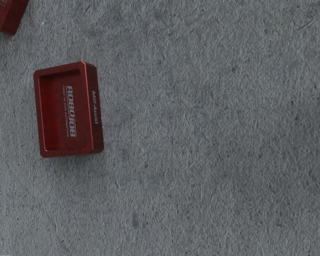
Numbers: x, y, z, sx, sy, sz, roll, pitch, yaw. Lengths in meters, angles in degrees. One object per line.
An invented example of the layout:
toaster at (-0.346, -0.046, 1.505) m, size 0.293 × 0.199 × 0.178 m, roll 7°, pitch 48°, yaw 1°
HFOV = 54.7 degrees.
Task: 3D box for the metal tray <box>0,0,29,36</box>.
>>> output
metal tray at (-0.277, -0.218, 0.503) m, size 0.130 × 0.030 × 0.090 m, roll 30°, pitch 100°, yaw 17°

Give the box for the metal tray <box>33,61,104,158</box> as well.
metal tray at (-0.134, -0.025, 0.453) m, size 0.090 × 0.030 × 0.129 m, roll -7°, pitch 88°, yaw 19°
